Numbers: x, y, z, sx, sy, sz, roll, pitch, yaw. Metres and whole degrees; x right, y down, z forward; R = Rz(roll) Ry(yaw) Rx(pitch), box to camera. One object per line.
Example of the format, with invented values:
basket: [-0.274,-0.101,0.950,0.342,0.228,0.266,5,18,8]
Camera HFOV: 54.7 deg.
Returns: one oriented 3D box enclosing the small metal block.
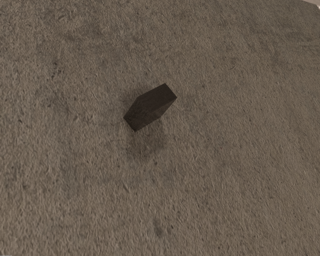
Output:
small metal block: [-0.013,-0.026,0.398,0.050,0.050,0.025,-32,80,-38]
